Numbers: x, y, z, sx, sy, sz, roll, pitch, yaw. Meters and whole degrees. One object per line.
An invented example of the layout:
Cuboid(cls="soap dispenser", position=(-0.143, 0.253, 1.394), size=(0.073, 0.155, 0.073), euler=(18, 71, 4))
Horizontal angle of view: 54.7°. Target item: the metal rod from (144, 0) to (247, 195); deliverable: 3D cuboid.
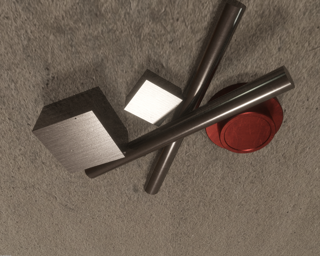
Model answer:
Cuboid(cls="metal rod", position=(0.030, -0.014, 0.395), size=(0.025, 0.025, 0.298), euler=(13, 129, -11))

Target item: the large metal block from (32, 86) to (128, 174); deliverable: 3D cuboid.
Cuboid(cls="large metal block", position=(-0.097, 0.004, 0.393), size=(0.080, 0.050, 0.080), euler=(-18, 128, 14))

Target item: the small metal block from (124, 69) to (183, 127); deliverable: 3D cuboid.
Cuboid(cls="small metal block", position=(-0.008, -0.036, 0.377), size=(0.050, 0.025, 0.050), euler=(27, 125, -22))

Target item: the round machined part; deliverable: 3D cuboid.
Cuboid(cls="round machined part", position=(0.107, -0.005, 0.393), size=(0.099, 0.042, 0.097), euler=(-1, 130, 0))

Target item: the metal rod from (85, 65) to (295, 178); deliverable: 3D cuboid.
Cuboid(cls="metal rod", position=(0.012, 0.006, 0.382), size=(0.299, 0.025, 0.025), euler=(-26, 126, 31))
